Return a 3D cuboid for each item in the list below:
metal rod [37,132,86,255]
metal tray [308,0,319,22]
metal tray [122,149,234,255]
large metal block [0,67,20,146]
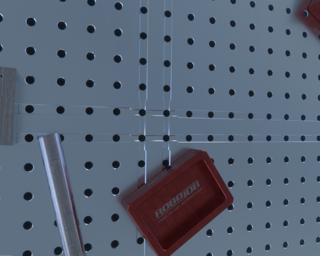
[{"bbox_3d":[-0.103,0.154,0.375,0.025,0.025,0.298,-13,94,-20],"label":"metal rod"},{"bbox_3d":[0.325,-0.199,0.532,0.130,0.030,0.090,36,78,-17],"label":"metal tray"},{"bbox_3d":[0.027,0.100,0.421,0.131,0.030,0.090,-34,102,-17],"label":"metal tray"},{"bbox_3d":[-0.196,-0.024,0.327,0.081,0.050,0.079,3,89,-20],"label":"large metal block"}]
